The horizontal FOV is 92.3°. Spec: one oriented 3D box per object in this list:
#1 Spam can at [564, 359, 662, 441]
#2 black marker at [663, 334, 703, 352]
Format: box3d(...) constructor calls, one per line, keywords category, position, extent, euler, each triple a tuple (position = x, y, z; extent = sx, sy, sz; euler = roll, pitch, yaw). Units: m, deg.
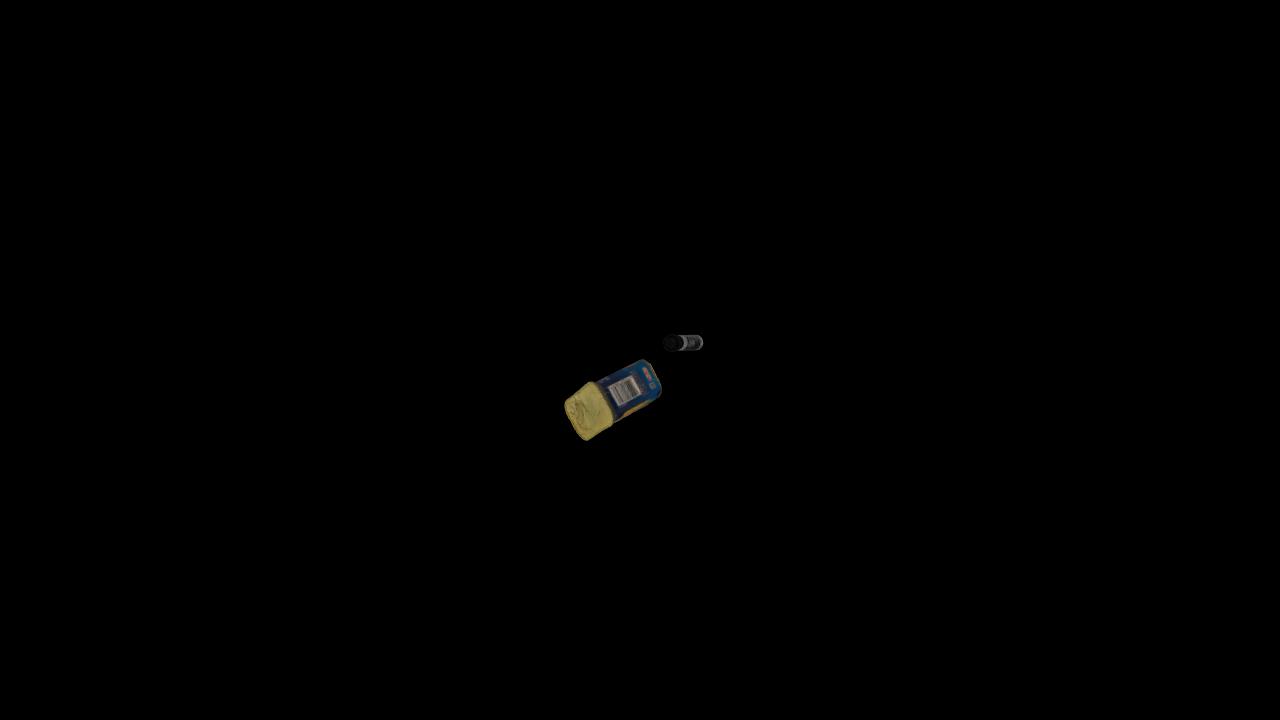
box3d(category="Spam can", position=(-0.032, 0.049, 0.760), extent=(0.085, 0.058, 0.101), euler=(-26, -6, -35))
box3d(category="black marker", position=(0.049, -0.019, 0.682), extent=(0.020, 0.020, 0.121), euler=(0, 2, 18))
